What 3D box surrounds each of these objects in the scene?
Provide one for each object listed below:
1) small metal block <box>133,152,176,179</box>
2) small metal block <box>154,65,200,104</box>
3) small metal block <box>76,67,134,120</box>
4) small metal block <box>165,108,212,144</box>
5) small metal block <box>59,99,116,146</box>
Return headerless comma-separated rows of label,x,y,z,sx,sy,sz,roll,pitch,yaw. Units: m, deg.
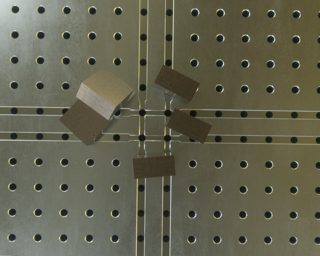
small metal block,-0.007,0.047,0.401,0.050,0.050,0.025,-5,90,-1
small metal block,0.021,-0.055,0.401,0.050,0.050,0.025,27,90,-1
small metal block,-0.069,-0.045,0.398,0.050,0.050,0.025,36,130,0
small metal block,0.035,-0.003,0.401,0.050,0.050,0.025,25,90,-1
small metal block,-0.095,-0.012,0.412,0.050,0.025,0.050,43,90,-1
